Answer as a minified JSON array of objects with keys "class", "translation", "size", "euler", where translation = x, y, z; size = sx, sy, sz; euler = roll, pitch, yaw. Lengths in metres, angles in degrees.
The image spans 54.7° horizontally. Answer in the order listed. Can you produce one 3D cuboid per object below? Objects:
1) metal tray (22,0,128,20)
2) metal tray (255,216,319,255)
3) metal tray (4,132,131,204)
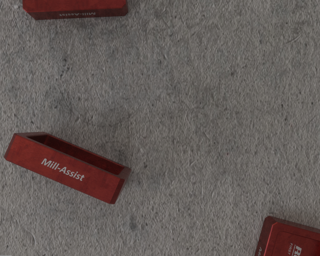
[{"class":"metal tray","translation":[-0.110,-0.194,0.406],"size":[0.131,0.030,0.089],"euler":[-3,90,0]},{"class":"metal tray","translation":[0.171,0.192,0.408],"size":[0.090,0.030,0.129],"euler":[15,90,0]},{"class":"metal tray","translation":[-0.104,0.044,0.376],"size":[0.131,0.090,0.030],"euler":[23,90,0]}]
